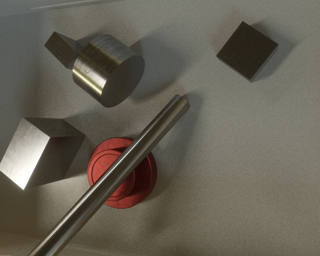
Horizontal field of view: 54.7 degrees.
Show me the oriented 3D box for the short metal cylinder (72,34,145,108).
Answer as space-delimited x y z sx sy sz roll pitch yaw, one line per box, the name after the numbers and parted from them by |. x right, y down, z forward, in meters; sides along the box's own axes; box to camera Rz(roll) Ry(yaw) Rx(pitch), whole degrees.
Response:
-0.065 -0.073 0.403 0.050 0.080 0.080 38 102 16 | short metal cylinder

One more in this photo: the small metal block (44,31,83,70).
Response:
-0.125 -0.106 0.440 0.050 0.050 0.025 44 104 14 | small metal block

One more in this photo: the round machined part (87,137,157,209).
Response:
-0.057 0.061 0.421 0.098 0.042 0.097 0 90 19 | round machined part

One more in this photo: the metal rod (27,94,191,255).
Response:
-0.069 0.074 0.369 0.025 0.025 0.300 39 77 15 | metal rod

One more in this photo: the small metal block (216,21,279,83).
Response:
0.105 -0.091 0.373 0.050 0.025 0.050 40 102 15 | small metal block

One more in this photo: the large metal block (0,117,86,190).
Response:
-0.163 0.033 0.437 0.050 0.080 0.080 33 100 17 | large metal block
